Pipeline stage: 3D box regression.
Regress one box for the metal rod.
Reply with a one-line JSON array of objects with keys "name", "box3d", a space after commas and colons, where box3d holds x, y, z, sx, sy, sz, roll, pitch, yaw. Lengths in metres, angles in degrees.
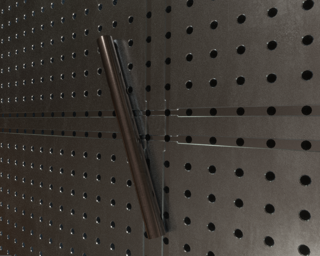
[{"name": "metal rod", "box3d": [-0.044, 0.004, 0.443, 0.025, 0.025, 0.299, -26, 74, 37]}]
